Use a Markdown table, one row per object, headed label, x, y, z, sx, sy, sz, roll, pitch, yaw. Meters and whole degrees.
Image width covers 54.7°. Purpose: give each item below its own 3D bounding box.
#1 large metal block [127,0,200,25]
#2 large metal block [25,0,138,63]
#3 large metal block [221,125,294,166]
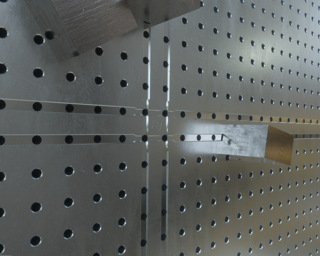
| label | x | y | z | sx | sy | sz | roll | pitch | yaw |
| --- | --- | --- | --- | --- | --- | --- | --- | --- | --- |
| large metal block | -0.009 | -0.167 | 0.367 | 0.081 | 0.080 | 0.050 | 2 | 89 | -40 |
| large metal block | -0.083 | -0.125 | 0.325 | 0.080 | 0.050 | 0.080 | -39 | 114 | -33 |
| large metal block | 0.161 | 0.028 | 0.511 | 0.081 | 0.080 | 0.050 | 17 | 79 | -39 |
